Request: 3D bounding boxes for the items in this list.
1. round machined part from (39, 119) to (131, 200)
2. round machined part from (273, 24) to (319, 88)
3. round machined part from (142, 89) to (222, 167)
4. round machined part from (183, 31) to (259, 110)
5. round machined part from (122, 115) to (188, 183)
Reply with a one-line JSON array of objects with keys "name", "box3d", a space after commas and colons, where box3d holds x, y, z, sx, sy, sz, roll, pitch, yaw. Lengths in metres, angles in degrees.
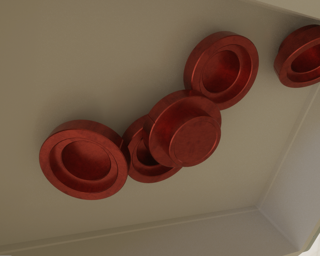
[{"name": "round machined part", "box3d": [-0.082, 0.032, 0.356, 0.099, 0.042, 0.097, 2, 120, 4]}, {"name": "round machined part", "box3d": [0.207, -0.104, 0.433, 0.099, 0.042, 0.098, -9, 147, -6]}, {"name": "round machined part", "box3d": [0.032, 0.007, 0.367, 0.099, 0.042, 0.097, -14, 125, -21]}, {"name": "round machined part", "box3d": [0.073, -0.074, 0.393, 0.099, 0.042, 0.097, -14, 125, -21]}, {"name": "round machined part", "box3d": [-0.008, 0.021, 0.408, 0.099, 0.042, 0.097, -14, 125, -21]}]
